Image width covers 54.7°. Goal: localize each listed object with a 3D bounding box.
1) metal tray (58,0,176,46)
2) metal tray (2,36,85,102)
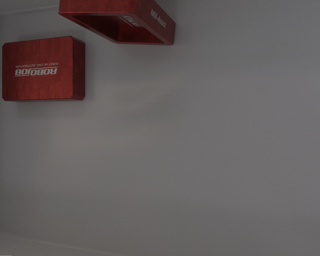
[{"bbox_3d":[-0.044,-0.130,0.370,0.090,0.130,0.030,7,93,20],"label":"metal tray"},{"bbox_3d":[-0.178,-0.086,0.471,0.130,0.030,0.089,0,90,20],"label":"metal tray"}]
